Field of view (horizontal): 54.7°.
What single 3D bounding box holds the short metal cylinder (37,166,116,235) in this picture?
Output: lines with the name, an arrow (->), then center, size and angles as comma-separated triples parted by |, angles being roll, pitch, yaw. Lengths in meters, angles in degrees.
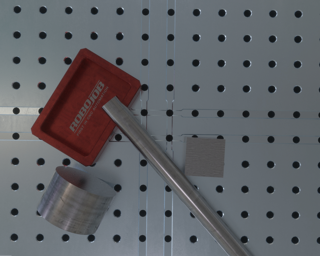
short metal cylinder -> -0.103, 0.088, 0.385 | 0.080, 0.080, 0.050 | 27, 90, 0

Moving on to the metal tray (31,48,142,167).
metal tray -> -0.095, -0.027, 0.409 | 0.090, 0.030, 0.130 | 32, 90, 0

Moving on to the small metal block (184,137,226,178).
small metal block -> 0.058, 0.038, 0.414 | 0.050, 0.025, 0.050 | 3, 90, 0

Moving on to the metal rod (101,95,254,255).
metal rod -> 0.034, 0.081, 0.397 | 0.025, 0.025, 0.300 | -40, 97, 0
